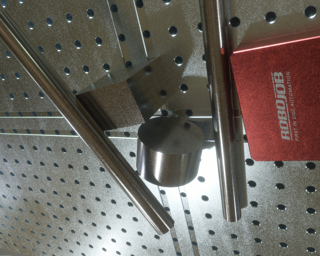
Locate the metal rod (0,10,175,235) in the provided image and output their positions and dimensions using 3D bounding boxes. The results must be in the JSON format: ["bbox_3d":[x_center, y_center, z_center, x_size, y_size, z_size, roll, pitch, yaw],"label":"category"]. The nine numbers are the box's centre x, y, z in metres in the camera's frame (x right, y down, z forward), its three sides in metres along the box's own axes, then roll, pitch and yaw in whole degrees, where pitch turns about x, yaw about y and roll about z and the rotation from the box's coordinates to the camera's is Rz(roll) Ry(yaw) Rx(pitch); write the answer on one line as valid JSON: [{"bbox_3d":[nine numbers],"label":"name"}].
[{"bbox_3d":[-0.080,0.003,0.350,0.025,0.025,0.299,-28,104,37],"label":"metal rod"}]

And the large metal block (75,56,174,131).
[{"bbox_3d":[-0.042,-0.040,0.372,0.080,0.080,0.050,-10,113,32],"label":"large metal block"}]

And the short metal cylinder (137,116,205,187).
[{"bbox_3d":[0.012,0.027,0.385,0.080,0.080,0.050,18,125,17],"label":"short metal cylinder"}]

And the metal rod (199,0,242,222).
[{"bbox_3d":[0.075,-0.008,0.365,0.025,0.025,0.298,3,120,26],"label":"metal rod"}]

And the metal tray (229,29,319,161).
[{"bbox_3d":[0.132,-0.028,0.321,0.090,0.030,0.129,-5,117,30],"label":"metal tray"}]
